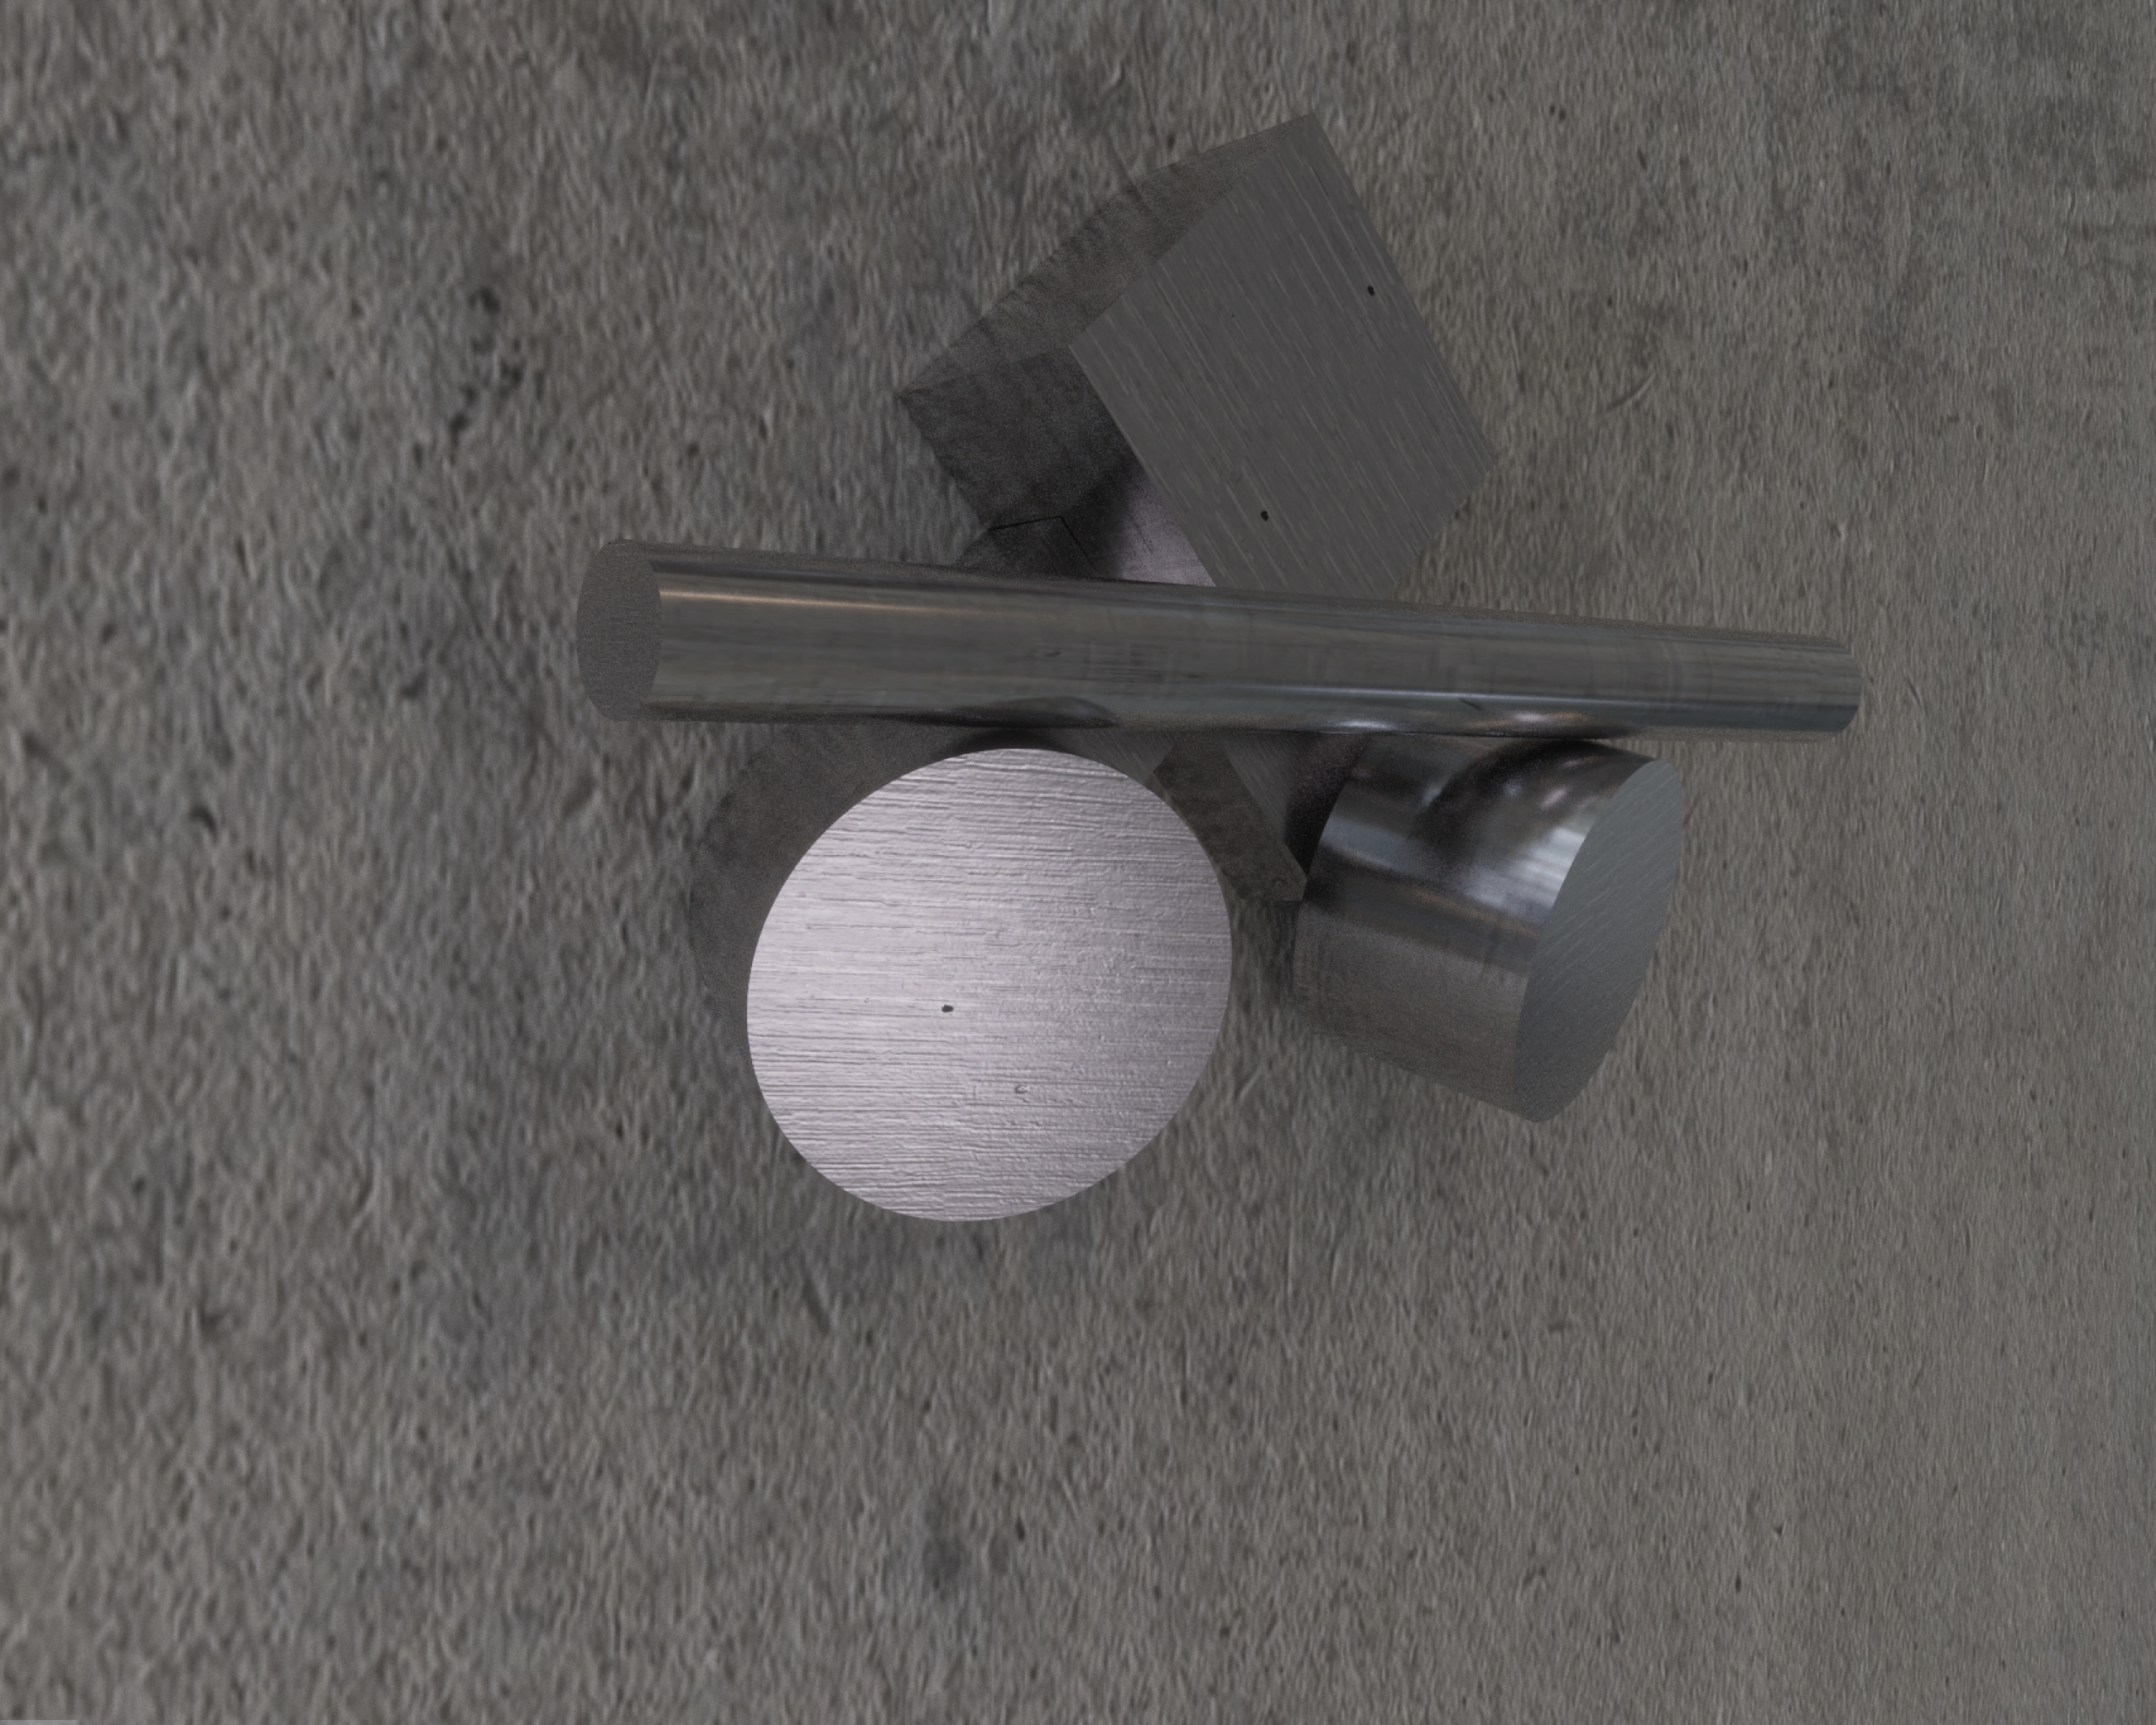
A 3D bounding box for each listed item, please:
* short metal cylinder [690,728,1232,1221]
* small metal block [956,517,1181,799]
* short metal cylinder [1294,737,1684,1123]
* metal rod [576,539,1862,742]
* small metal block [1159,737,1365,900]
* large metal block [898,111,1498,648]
[{"bbox_3d":[-0.021,0.013,0.353,0.081,0.050,0.079,-6,109,-19],"label":"short metal cylinder"},{"bbox_3d":[-0.012,-0.029,0.396,0.050,0.025,0.050,-51,120,-29],"label":"small metal block"},{"bbox_3d":[0.089,0.009,0.446,0.081,0.050,0.079,-36,137,-43],"label":"short metal cylinder"},{"bbox_3d":[0.053,-0.036,0.383,0.302,0.025,0.025,-2,92,-40],"label":"metal rod"},{"bbox_3d":[0.044,-0.027,0.442,0.050,0.025,0.050,-51,120,-28],"label":"small metal block"},{"bbox_3d":[0.026,-0.085,0.408,0.080,0.050,0.080,-50,120,-28],"label":"large metal block"}]
